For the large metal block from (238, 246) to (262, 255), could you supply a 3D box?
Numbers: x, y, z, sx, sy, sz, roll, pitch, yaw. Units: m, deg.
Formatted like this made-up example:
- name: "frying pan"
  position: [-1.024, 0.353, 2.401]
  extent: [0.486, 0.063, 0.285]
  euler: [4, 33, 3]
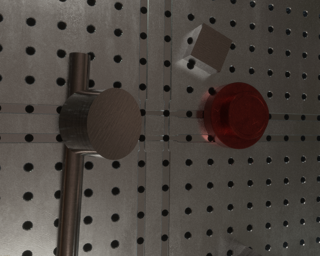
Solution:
- name: "large metal block"
  position: [0.138, 0.239, 0.453]
  extent: [0.080, 0.050, 0.080]
  euler: [-43, 104, -15]

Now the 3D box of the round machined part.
- name: "round machined part"
  position: [0.117, -0.018, 0.448]
  extent: [0.099, 0.042, 0.097]
  euler: [0, 90, -21]

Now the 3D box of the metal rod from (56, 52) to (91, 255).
- name: "metal rod"
  position: [-0.106, 0.060, 0.374]
  extent: [0.025, 0.025, 0.298]
  euler: [4, 89, -20]

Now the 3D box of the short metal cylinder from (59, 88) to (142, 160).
- name: "short metal cylinder"
  position: [-0.067, -0.005, 0.358]
  extent: [0.081, 0.050, 0.079]
  euler: [-4, 95, -50]

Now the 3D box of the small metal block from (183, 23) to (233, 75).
- name: "small metal block"
  position: [0.068, -0.111, 0.439]
  extent: [0.050, 0.025, 0.050]
  euler: [25, 82, -19]
